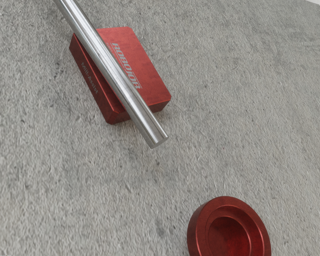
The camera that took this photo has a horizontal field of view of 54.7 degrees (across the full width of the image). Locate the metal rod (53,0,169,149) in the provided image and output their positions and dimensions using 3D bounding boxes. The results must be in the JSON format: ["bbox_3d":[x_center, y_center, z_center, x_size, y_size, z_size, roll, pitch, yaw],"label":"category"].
[{"bbox_3d":[-0.082,-0.104,0.383,0.025,0.025,0.299,-25,75,-37],"label":"metal rod"}]

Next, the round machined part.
[{"bbox_3d":[0.073,0.131,0.352,0.099,0.042,0.098,14,56,-21],"label":"round machined part"}]

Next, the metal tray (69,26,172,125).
[{"bbox_3d":[-0.054,-0.075,0.418,0.091,0.030,0.130,-18,71,-35],"label":"metal tray"}]
